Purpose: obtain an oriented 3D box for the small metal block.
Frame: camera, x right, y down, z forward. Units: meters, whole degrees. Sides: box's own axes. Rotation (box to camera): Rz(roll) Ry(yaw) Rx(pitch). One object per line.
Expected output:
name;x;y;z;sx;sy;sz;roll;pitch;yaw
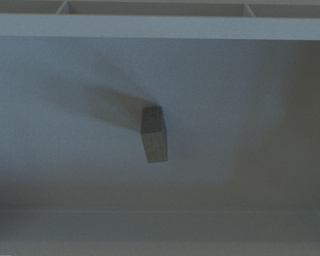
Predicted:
small metal block;-0.006;0.009;0.395;0.025;0.050;0.050;-7;129;6
